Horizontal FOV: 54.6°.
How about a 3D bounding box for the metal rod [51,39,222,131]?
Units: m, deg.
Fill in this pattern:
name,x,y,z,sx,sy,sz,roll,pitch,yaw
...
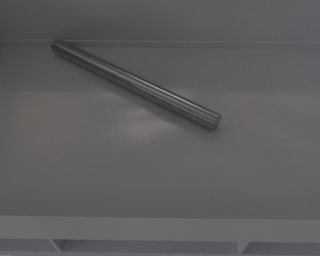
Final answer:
name,x,y,z,sx,sy,sz,roll,pitch,yaw
metal rod,-0.048,-0.072,0.465,0.300,0.025,0.025,28,55,21
